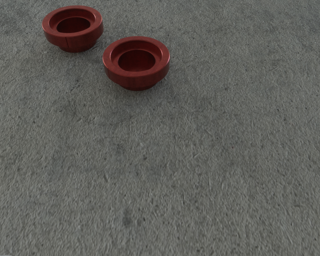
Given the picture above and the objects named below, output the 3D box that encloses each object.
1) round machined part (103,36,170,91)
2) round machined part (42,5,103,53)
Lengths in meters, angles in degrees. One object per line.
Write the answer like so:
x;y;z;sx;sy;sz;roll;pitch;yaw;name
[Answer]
-0.035;-0.094;0.471;0.099;0.042;0.098;0;50;0;round machined part
-0.146;-0.166;0.530;0.099;0.042;0.098;0;50;0;round machined part
